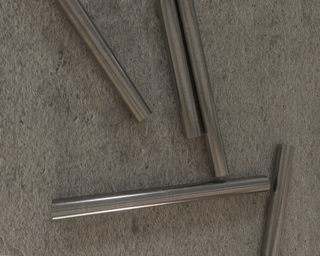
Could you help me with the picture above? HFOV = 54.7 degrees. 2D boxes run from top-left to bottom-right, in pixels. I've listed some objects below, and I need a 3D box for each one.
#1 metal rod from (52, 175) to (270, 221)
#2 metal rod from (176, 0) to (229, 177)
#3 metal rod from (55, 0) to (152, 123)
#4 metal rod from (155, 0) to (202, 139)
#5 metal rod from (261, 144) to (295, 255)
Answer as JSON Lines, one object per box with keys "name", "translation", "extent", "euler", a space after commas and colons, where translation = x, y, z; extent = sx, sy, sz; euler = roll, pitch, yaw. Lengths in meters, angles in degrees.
{"name": "metal rod", "translation": [0.016, 0.090, 0.414], "extent": [0.303, 0.025, 0.025], "euler": [-3, 91, -20]}
{"name": "metal rod", "translation": [0.053, -0.079, 0.428], "extent": [0.025, 0.025, 0.298], "euler": [-14, 95, -19]}
{"name": "metal rod", "translation": [-0.101, -0.136, 0.371], "extent": [0.025, 0.025, 0.299], "euler": [-36, 102, -16]}
{"name": "metal rod", "translation": [0.014, -0.133, 0.413], "extent": [0.025, 0.025, 0.298], "euler": [-14, 95, -20]}
{"name": "metal rod", "translation": [0.170, 0.174, 0.471], "extent": [0.025, 0.025, 0.298], "euler": [11, 86, -20]}
